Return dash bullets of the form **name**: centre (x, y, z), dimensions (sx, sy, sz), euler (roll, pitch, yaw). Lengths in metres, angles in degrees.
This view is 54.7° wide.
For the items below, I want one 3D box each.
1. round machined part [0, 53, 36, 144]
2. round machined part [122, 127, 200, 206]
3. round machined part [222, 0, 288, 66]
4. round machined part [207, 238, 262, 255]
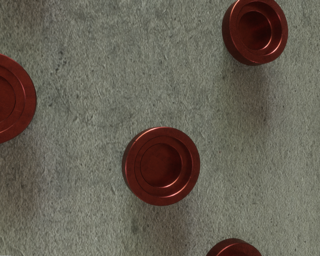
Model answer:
- **round machined part**: centre (-0.185, -0.030, 0.332), dimensions (0.099, 0.042, 0.097), euler (0, 90, -20)
- **round machined part**: centre (-0.002, 0.047, 0.399), dimensions (0.099, 0.042, 0.097), euler (0, 90, -20)
- **round machined part**: centre (0.132, -0.138, 0.448), dimensions (0.099, 0.042, 0.097), euler (0, 90, -20)
- **round machined part**: centre (0.111, 0.213, 0.441), dimensions (0.099, 0.042, 0.097), euler (0, 90, -20)
